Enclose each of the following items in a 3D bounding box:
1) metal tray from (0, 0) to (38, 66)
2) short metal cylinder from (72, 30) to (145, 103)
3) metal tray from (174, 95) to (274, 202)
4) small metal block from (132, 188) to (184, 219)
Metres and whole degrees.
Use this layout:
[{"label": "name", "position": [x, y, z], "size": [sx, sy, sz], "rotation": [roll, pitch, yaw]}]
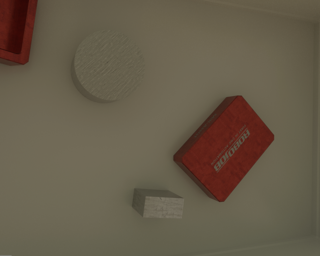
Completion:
[{"label": "metal tray", "position": [-0.190, -0.121, 0.301], "size": [0.131, 0.030, 0.089], "rotation": [11, 86, -54]}, {"label": "short metal cylinder", "position": [-0.064, -0.071, 0.374], "size": [0.081, 0.050, 0.079], "rotation": [0, 90, -21]}, {"label": "metal tray", "position": [0.094, 0.028, 0.444], "size": [0.130, 0.030, 0.090], "rotation": [-47, 105, -14]}, {"label": "small metal block", "position": [-0.004, 0.096, 0.397], "size": [0.050, 0.050, 0.025], "rotation": [8, 88, -20]}]
